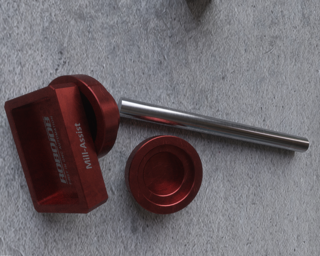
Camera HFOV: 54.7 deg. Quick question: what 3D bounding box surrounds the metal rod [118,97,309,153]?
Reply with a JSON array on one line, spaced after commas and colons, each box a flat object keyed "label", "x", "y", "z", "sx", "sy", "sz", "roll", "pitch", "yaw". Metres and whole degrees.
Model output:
[{"label": "metal rod", "x": 0.088, "y": 0.000, "z": 0.441, "sx": 0.302, "sy": 0.025, "sz": 0.025, "roll": 11, "pitch": 86, "yaw": -20}]

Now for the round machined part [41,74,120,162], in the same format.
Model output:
[{"label": "round machined part", "x": -0.085, "y": -0.012, "z": 0.349, "sx": 0.042, "sy": 0.098, "sz": 0.097, "roll": -22, "pitch": 99, "yaw": -55}]

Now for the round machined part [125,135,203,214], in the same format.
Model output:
[{"label": "round machined part", "x": 0.002, "y": 0.058, "z": 0.401, "sx": 0.099, "sy": 0.042, "sz": 0.097, "roll": 0, "pitch": 90, "yaw": -20}]

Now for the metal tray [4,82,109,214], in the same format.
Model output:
[{"label": "metal tray", "x": -0.113, "y": 0.025, "z": 0.332, "sx": 0.030, "sy": 0.090, "sz": 0.129, "roll": -22, "pitch": 99, "yaw": -55}]
